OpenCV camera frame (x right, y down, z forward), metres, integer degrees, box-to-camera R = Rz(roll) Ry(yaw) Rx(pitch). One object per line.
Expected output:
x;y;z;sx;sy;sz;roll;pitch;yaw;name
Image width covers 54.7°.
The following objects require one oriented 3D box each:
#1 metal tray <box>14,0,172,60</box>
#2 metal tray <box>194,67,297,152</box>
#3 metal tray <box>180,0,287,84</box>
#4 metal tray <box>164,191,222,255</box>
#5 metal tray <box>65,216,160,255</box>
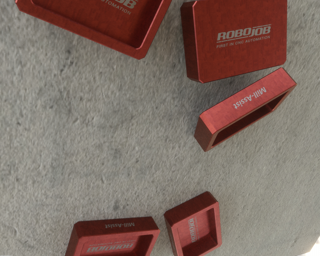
-0.056;-0.130;0.293;0.131;0.030;0.089;16;110;-35;metal tray
0.112;-0.022;0.424;0.131;0.030;0.090;-30;162;-10;metal tray
0.093;-0.112;0.375;0.131;0.030;0.089;-16;112;-20;metal tray
0.062;0.182;0.552;0.091;0.030;0.129;-23;127;-15;metal tray
-0.074;0.184;0.478;0.131;0.030;0.089;6;115;-32;metal tray
